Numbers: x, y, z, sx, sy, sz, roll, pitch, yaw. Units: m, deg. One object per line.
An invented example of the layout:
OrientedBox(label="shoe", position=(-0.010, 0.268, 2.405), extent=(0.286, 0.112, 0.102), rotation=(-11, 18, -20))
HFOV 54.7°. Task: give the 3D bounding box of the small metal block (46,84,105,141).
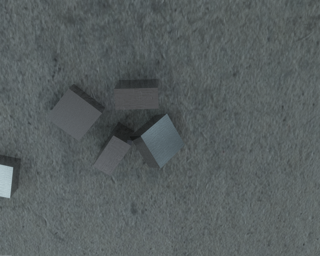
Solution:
OrientedBox(label="small metal block", position=(-0.108, -0.020, 0.401), extent=(0.050, 0.025, 0.050), rotation=(38, 105, -13))

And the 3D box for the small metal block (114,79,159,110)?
OrientedBox(label="small metal block", position=(-0.027, -0.042, 0.381), extent=(0.050, 0.050, 0.025), rotation=(-2, 110, 0))

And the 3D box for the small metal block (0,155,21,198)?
OrientedBox(label="small metal block", position=(-0.226, 0.065, 0.431), extent=(0.050, 0.025, 0.050), rotation=(13, 110, -5))

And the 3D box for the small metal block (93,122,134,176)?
OrientedBox(label="small metal block", position=(-0.059, 0.026, 0.405), extent=(0.025, 0.050, 0.050), rotation=(32, 107, -11))

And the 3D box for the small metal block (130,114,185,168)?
OrientedBox(label="small metal block", position=(-0.003, 0.017, 0.401), extent=(0.050, 0.025, 0.050), rotation=(-42, 111, -32))
